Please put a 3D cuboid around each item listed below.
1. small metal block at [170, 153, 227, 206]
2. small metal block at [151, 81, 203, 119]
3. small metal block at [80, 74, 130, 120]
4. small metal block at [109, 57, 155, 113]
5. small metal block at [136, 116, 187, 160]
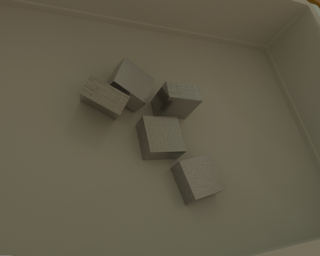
[{"bbox_3d":[0.048,0.064,0.392,0.050,0.025,0.050,-10,67,-32],"label":"small metal block"},{"bbox_3d":[0.022,-0.037,0.424,0.050,0.050,0.025,4,60,-26],"label":"small metal block"},{"bbox_3d":[-0.067,-0.035,0.371,0.050,0.050,0.025,29,79,-10],"label":"small metal block"},{"bbox_3d":[-0.040,-0.057,0.411,0.050,0.025,0.050,35,46,-21],"label":"small metal block"},{"bbox_3d":[0.001,0.013,0.398,0.050,0.025,0.050,1,61,-28],"label":"small metal block"}]
